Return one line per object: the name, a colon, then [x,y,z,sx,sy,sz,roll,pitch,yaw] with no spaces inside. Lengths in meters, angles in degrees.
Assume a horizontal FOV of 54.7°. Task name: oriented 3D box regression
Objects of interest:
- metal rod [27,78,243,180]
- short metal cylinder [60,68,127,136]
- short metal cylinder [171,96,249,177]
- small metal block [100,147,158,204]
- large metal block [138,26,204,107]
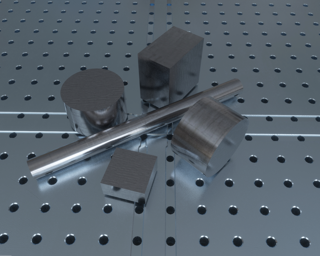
metal rod: [-0.018,-0.006,0.408,0.302,0.025,0.025,-23,54,-18]
short metal cylinder: [-0.086,-0.035,0.415,0.081,0.050,0.080,0,50,0]
short metal cylinder: [0.058,0.010,0.359,0.050,0.080,0.080,36,59,26]
small metal block: [-0.034,0.054,0.357,0.050,0.025,0.050,12,51,9]
large metal block: [0.016,-0.083,0.437,0.050,0.080,0.080,29,56,22]
